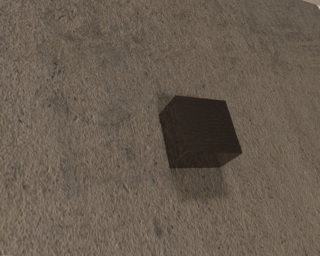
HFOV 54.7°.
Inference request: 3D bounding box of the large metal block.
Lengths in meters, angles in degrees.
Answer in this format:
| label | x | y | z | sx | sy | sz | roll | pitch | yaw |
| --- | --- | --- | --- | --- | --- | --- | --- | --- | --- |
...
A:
| label | x | y | z | sx | sy | sz | roll | pitch | yaw |
| --- | --- | --- | --- | --- | --- | --- | --- | --- | --- |
| large metal block | 0.052 | 0.007 | 0.413 | 0.081 | 0.050 | 0.080 | 3 | 61 | -27 |
